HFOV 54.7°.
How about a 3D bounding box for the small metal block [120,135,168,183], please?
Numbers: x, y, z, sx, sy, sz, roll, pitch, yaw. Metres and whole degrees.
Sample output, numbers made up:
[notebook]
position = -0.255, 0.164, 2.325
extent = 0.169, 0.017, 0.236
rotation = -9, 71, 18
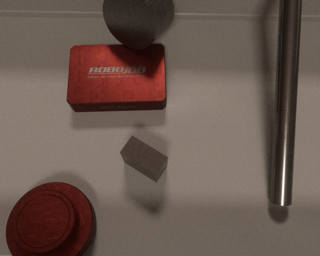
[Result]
[small metal block]
position = -0.019, 0.039, 0.382
extent = 0.050, 0.050, 0.025
rotation = 31, 73, 10

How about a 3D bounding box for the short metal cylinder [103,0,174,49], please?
[short metal cylinder]
position = -0.028, -0.153, 0.412
extent = 0.080, 0.080, 0.050
rotation = 29, 53, 10

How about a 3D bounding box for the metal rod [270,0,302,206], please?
[metal rod]
position = 0.153, -0.057, 0.374
extent = 0.025, 0.025, 0.298
rotation = 2, 92, 0

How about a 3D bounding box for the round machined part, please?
[round machined part]
position = -0.126, 0.109, 0.354
extent = 0.099, 0.042, 0.098
rotation = 0, 63, 0

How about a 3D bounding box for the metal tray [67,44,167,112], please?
[metal tray]
position = -0.058, -0.070, 0.432
extent = 0.131, 0.030, 0.090
rotation = -2, 70, -1
